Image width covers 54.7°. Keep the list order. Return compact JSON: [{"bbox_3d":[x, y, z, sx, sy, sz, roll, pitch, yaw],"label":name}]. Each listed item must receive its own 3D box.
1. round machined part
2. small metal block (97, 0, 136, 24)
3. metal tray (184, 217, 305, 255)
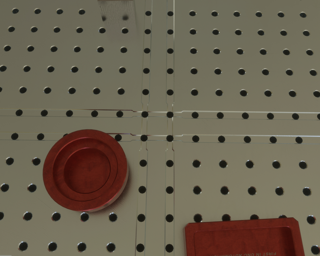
[{"bbox_3d":[-0.088,0.054,0.382,0.099,0.042,0.098,0,70,0],"label":"round machined part"},{"bbox_3d":[-0.063,-0.183,0.465,0.050,0.050,0.025,-1,70,-1],"label":"small metal block"},{"bbox_3d":[0.095,0.152,0.353,0.131,0.030,0.090,-3,70,-1],"label":"metal tray"}]
